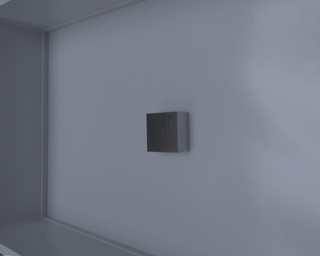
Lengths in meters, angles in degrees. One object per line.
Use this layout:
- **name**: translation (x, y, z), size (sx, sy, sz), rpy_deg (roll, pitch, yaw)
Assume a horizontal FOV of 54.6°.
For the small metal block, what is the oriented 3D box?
- **small metal block**: translation (0.010, 0.005, 0.400), size (0.050, 0.025, 0.050), rpy_deg (-2, 89, 40)
